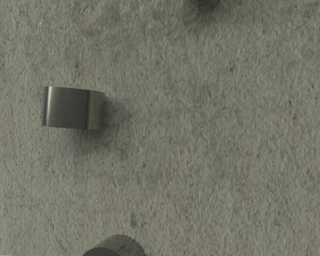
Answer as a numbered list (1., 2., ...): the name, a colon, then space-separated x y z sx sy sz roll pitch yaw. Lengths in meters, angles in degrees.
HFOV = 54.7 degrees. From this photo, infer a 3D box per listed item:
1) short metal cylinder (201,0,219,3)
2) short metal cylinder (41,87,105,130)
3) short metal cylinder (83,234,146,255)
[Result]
1. short metal cylinder: 0.051 -0.193 0.361 0.050 0.080 0.080 23 97 18
2. short metal cylinder: -0.117 -0.026 0.420 0.080 0.080 0.050 5 92 19
3. short metal cylinder: -0.063 0.191 0.417 0.080 0.050 0.079 0 90 19
